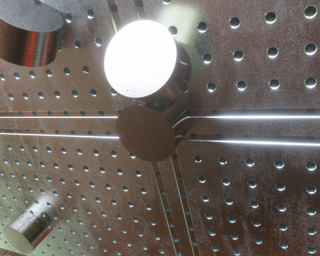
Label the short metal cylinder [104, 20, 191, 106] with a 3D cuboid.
[{"bbox_3d":[-0.012,-0.067,0.335,0.080,0.050,0.080,-2,83,22],"label":"short metal cylinder"}]

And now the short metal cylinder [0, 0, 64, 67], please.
[{"bbox_3d":[-0.167,-0.121,0.386,0.080,0.080,0.050,34,129,5],"label":"short metal cylinder"}]

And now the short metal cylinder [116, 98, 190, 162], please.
[{"bbox_3d":[-0.008,-0.004,0.396,0.080,0.050,0.079,13,124,20],"label":"short metal cylinder"}]

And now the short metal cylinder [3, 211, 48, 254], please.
[{"bbox_3d":[-0.300,0.233,0.694,0.080,0.050,0.079,13,124,20],"label":"short metal cylinder"}]
